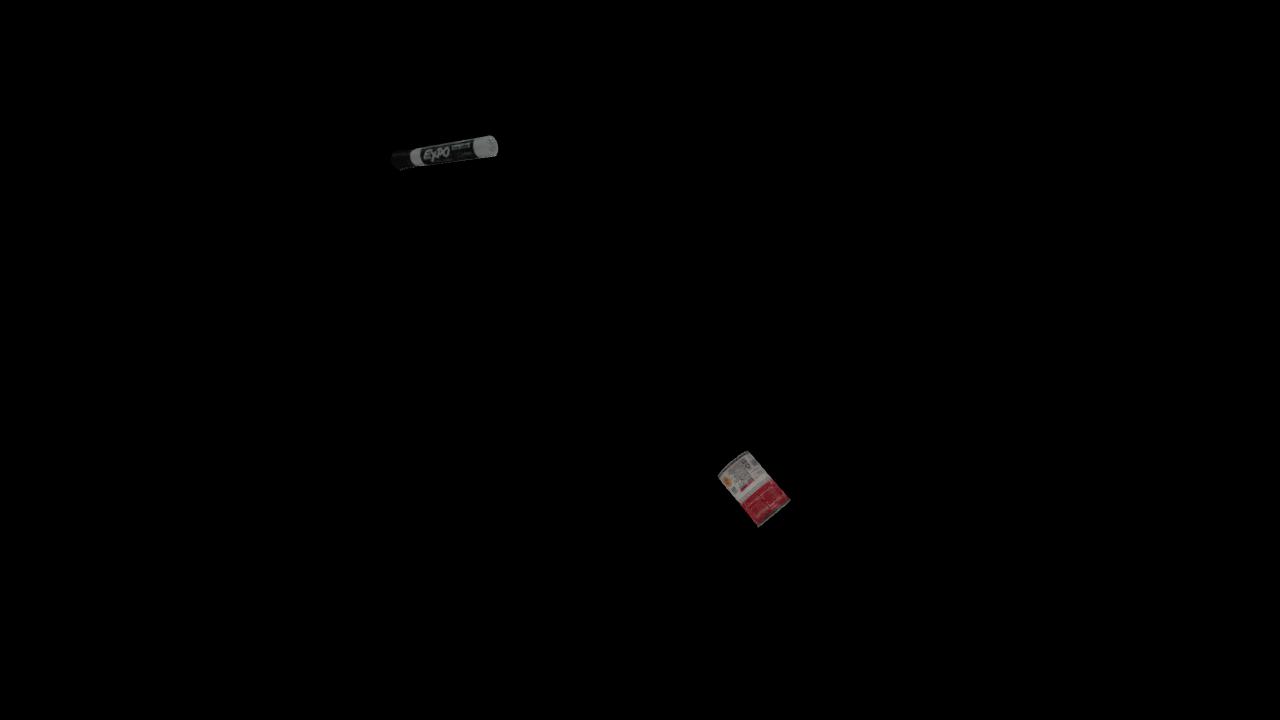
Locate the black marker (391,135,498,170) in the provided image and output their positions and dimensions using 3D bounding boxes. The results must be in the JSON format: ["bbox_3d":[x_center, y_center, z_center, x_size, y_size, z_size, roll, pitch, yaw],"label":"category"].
[{"bbox_3d":[-0.192,-0.199,0.593,0.121,0.020,0.020,1,0,23],"label":"black marker"}]

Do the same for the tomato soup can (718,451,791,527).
[{"bbox_3d":[0.179,0.203,0.974,0.068,0.101,0.068,-35,-20,-15],"label":"tomato soup can"}]
